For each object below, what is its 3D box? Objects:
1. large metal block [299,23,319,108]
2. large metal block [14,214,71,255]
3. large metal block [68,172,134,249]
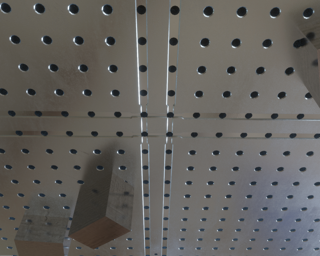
[{"bbox_3d":[0.204,-0.075,0.333,0.080,0.050,0.080,-17,128,13],"label":"large metal block"},{"bbox_3d":[-0.211,0.206,0.569,0.080,0.050,0.079,6,130,-6],"label":"large metal block"},{"bbox_3d":[-0.089,0.129,0.484,0.080,0.080,0.050,-33,123,25],"label":"large metal block"}]
